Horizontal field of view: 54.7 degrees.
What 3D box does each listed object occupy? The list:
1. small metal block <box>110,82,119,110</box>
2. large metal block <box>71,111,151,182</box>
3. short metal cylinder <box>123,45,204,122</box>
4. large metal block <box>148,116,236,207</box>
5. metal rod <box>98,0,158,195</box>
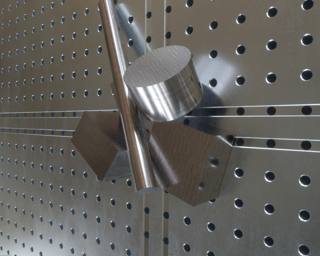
[{"bbox_3d":[-0.039,-0.052,0.440,0.050,0.025,0.050,-30,72,35],"label":"small metal block"},{"bbox_3d":[-0.058,0.022,0.419,0.080,0.081,0.050,45,117,30],"label":"large metal block"},{"bbox_3d":[0.005,-0.052,0.359,0.080,0.080,0.050,11,141,39],"label":"short metal cylinder"},{"bbox_3d":[0.031,0.034,0.365,0.080,0.050,0.079,22,104,37],"label":"large metal block"},{"bbox_3d":[-0.048,-0.060,0.408,0.025,0.025,0.299,-34,57,34],"label":"metal rod"}]
